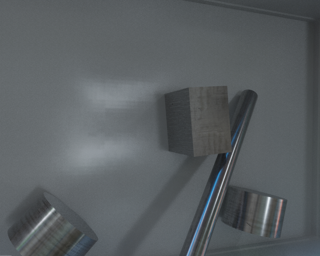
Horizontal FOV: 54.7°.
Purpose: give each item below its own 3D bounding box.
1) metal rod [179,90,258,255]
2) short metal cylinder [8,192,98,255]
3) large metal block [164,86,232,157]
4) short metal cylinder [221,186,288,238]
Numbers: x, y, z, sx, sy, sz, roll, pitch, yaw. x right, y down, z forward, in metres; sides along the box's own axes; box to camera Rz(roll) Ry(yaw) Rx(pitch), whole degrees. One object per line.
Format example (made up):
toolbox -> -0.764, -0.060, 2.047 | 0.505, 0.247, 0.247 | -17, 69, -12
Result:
metal rod -> 0.074, 0.061, 0.380 | 0.025, 0.025, 0.301 | 40, 55, -16
short metal cylinder -> -0.115, 0.116, 0.339 | 0.080, 0.080, 0.050 | 45, 76, -15
large metal block -> 0.046, -0.009, 0.399 | 0.050, 0.080, 0.079 | -5, 92, -19
short metal cylinder -> 0.130, 0.114, 0.431 | 0.081, 0.080, 0.050 | 14, 85, -20
